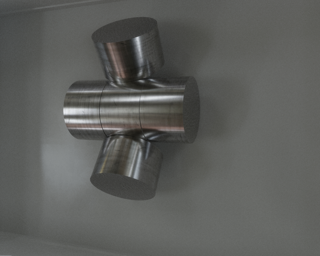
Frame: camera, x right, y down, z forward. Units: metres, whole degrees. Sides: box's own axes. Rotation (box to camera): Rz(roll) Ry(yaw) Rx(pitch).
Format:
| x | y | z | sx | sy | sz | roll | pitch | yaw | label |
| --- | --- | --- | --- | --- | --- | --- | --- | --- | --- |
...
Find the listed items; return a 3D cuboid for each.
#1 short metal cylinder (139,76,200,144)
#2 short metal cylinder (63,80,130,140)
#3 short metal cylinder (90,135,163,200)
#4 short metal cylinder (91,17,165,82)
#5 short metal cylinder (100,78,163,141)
| x | y | z | sx | sy | sz | roll | pitch | yaw | label |
| --- | --- | --- | --- | --- | --- | --- | --- | --- | --- |
| 0.015 | -0.022 | 0.374 | 0.050 | 0.080 | 0.080 | 1 | 91 | 20 | short metal cylinder |
| -0.081 | -0.023 | 0.408 | 0.050 | 0.080 | 0.080 | 1 | 91 | 20 | short metal cylinder |
| -0.040 | 0.051 | 0.386 | 0.080 | 0.080 | 0.050 | 0 | 56 | 20 | short metal cylinder |
| -0.038 | -0.099 | 0.385 | 0.080 | 0.080 | 0.050 | 2 | 129 | 20 | short metal cylinder |
| -0.033 | -0.023 | 0.391 | 0.050 | 0.080 | 0.080 | 1 | 91 | 20 | short metal cylinder |
